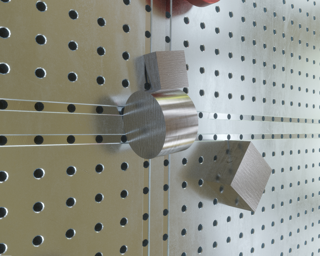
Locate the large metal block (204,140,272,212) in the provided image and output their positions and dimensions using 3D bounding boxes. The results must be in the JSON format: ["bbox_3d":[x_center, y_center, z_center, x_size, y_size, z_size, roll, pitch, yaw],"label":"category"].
[{"bbox_3d":[0.129,0.076,0.501,0.080,0.050,0.080,47,62,-30],"label":"large metal block"}]

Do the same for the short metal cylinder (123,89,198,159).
[{"bbox_3d":[-0.001,-0.007,0.373,0.050,0.080,0.079,-10,97,-40],"label":"short metal cylinder"}]

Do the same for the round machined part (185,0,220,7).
[{"bbox_3d":[0.050,-0.221,0.439,0.099,0.042,0.097,0,90,-40],"label":"round machined part"}]

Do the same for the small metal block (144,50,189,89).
[{"bbox_3d":[0.009,-0.077,0.417,0.050,0.025,0.050,-14,99,-39],"label":"small metal block"}]
